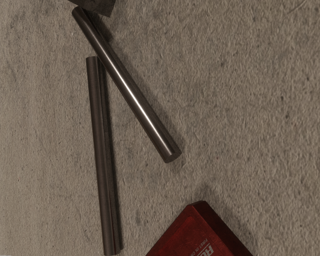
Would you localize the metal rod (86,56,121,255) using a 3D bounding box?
[{"bbox_3d":[-0.088,0.039,0.474,0.025,0.025,0.298,-11,83,39],"label":"metal rod"}]

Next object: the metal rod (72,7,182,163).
[{"bbox_3d":[-0.059,-0.077,0.450,0.025,0.025,0.299,-48,62,29],"label":"metal rod"}]

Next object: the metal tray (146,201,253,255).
[{"bbox_3d":[0.037,0.163,0.369,0.090,0.030,0.129,48,118,29],"label":"metal tray"}]

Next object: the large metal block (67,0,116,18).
[{"bbox_3d":[-0.106,-0.226,0.473,0.080,0.050,0.079,36,112,33],"label":"large metal block"}]
